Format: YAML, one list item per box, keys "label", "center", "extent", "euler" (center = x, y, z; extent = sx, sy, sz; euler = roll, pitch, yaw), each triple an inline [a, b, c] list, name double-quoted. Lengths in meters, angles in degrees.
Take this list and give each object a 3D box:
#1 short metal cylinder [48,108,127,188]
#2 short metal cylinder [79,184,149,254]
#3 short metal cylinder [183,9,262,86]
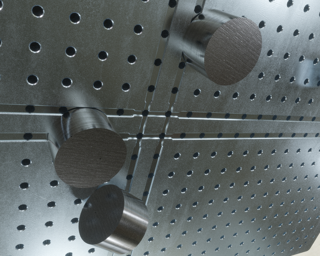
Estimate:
- label: "short metal cylinder"
  center: [-0.086, 0.023, 0.363]
  extent: [0.081, 0.050, 0.079]
  euler: [-14, 124, -21]
- label: "short metal cylinder"
  center: [-0.063, 0.123, 0.419]
  extent: [0.080, 0.080, 0.050]
  euler: [-46, 130, 3]
- label: "short metal cylinder"
  center: [0.075, -0.098, 0.377]
  extent: [0.081, 0.050, 0.079]
  euler: [-14, 124, -21]
